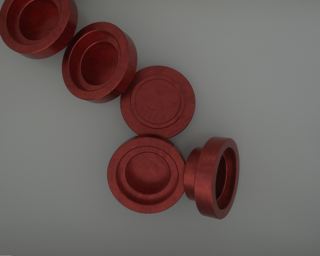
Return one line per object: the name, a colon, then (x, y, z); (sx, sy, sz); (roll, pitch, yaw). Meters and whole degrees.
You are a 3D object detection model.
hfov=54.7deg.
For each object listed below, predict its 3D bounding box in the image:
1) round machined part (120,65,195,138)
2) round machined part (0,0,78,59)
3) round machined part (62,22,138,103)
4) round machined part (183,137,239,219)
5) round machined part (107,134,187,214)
round machined part: (-0.003, -0.033, 0.403); (0.099, 0.042, 0.097); (0, 90, 0)
round machined part: (-0.148, -0.133, 0.393); (0.098, 0.042, 0.097); (-2, 81, 14)
round machined part: (-0.071, -0.078, 0.390); (0.098, 0.042, 0.097); (-4, 80, 24)
round machined part: (0.063, 0.059, 0.383); (0.042, 0.099, 0.097); (5, 90, 31)
round machined part: (-0.014, 0.055, 0.397); (0.099, 0.042, 0.097); (0, 100, 3)
